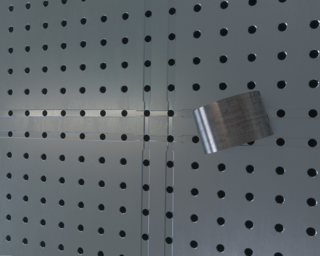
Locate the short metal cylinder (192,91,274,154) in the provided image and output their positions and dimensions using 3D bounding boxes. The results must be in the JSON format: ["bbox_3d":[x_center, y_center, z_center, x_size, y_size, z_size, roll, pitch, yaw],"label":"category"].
[{"bbox_3d":[0.082,-0.005,0.355,0.080,0.080,0.050,-18,84,19],"label":"short metal cylinder"}]
